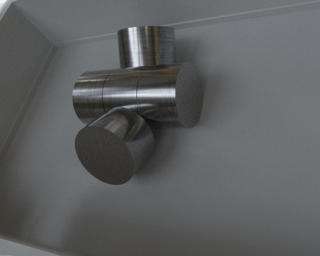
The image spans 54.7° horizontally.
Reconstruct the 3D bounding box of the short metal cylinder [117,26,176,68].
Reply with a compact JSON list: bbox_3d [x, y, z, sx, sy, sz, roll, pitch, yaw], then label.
[{"bbox_3d":[-0.018,-0.111,0.437,0.080,0.080,0.050,2,101,29],"label":"short metal cylinder"}]

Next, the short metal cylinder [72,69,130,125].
[{"bbox_3d":[-0.074,-0.041,0.433,0.050,0.080,0.080,1,62,29],"label":"short metal cylinder"}]

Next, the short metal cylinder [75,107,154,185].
[{"bbox_3d":[-0.054,0.021,0.374,0.080,0.080,0.050,0,28,28],"label":"short metal cylinder"}]

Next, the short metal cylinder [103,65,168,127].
[{"bbox_3d":[-0.030,-0.041,0.409,0.050,0.080,0.080,1,62,29],"label":"short metal cylinder"}]

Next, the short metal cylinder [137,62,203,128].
[{"bbox_3d":[0.015,-0.040,0.385,0.050,0.080,0.080,1,62,29],"label":"short metal cylinder"}]
